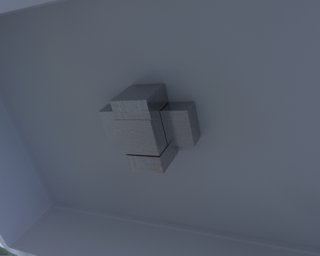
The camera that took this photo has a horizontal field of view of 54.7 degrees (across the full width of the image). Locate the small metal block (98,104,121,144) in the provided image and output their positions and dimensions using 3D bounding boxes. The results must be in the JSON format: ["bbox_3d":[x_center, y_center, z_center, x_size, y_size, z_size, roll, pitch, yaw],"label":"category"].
[{"bbox_3d":[-0.051,-0.006,0.429,0.050,0.025,0.050,1,119,28],"label":"small metal block"}]

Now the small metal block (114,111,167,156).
[{"bbox_3d":[-0.023,0.006,0.389,0.050,0.025,0.050,1,119,27],"label":"small metal block"}]

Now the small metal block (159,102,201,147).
[{"bbox_3d":[0.020,-0.005,0.393,0.050,0.025,0.050,1,119,27],"label":"small metal block"}]

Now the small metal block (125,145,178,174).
[{"bbox_3d":[-0.010,0.035,0.415,0.050,0.050,0.025,1,119,27],"label":"small metal block"}]

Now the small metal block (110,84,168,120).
[{"bbox_3d":[-0.025,-0.033,0.382,0.050,0.050,0.025,1,119,27],"label":"small metal block"}]
